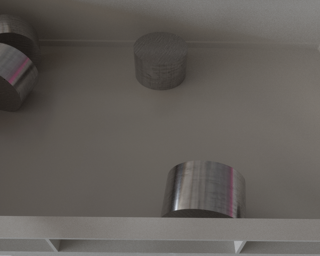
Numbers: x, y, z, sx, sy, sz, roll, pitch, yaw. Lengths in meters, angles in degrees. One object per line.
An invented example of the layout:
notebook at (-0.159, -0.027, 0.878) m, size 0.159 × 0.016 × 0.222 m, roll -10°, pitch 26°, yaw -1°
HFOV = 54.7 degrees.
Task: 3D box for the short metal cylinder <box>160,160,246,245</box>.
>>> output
short metal cylinder at (0.044, 0.075, 0.307) m, size 0.080 × 0.080 × 0.050 m, roll 7°, pitch 51°, yaw 5°

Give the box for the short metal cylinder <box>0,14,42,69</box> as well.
short metal cylinder at (-0.225, -0.123, 0.470) m, size 0.081 × 0.080 × 0.050 m, roll -15°, pitch 52°, yaw -13°

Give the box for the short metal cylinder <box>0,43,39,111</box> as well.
short metal cylinder at (-0.216, -0.068, 0.424) m, size 0.080 × 0.080 × 0.050 m, roll 11°, pitch 51°, yaw 8°

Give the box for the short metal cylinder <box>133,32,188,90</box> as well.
short metal cylinder at (0.001, -0.103, 0.476) m, size 0.081 × 0.050 × 0.080 m, roll 0°, pitch 50°, yaw 0°
